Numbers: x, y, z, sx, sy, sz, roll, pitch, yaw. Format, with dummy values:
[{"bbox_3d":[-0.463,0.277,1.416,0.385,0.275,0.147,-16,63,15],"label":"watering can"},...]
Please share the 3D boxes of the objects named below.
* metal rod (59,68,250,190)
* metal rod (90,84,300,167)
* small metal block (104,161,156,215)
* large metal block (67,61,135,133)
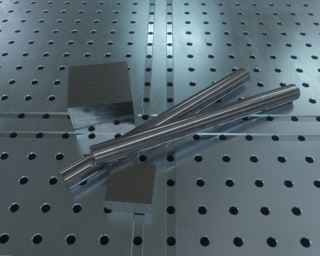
[{"bbox_3d":[0.010,-0.010,0.415,0.302,0.025,0.025,-31,57,-23],"label":"metal rod"},{"bbox_3d":[0.060,-0.010,0.400,0.302,0.025,0.025,-17,52,-21],"label":"metal rod"},{"bbox_3d":[-0.032,0.067,0.351,0.050,0.025,0.050,4,50,3],"label":"small metal block"},{"bbox_3d":[-0.080,-0.043,0.427,0.081,0.050,0.080,-7,50,-6],"label":"large metal block"}]
